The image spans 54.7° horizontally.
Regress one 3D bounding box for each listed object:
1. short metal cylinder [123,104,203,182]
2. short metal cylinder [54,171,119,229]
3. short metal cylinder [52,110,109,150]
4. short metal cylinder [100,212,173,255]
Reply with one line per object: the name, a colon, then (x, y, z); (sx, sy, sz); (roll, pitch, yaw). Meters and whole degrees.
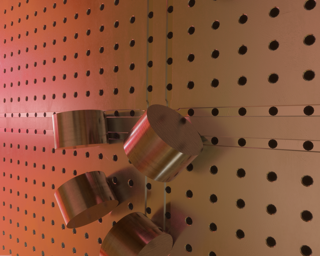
short metal cylinder: (0.004, 0.017, 0.370); (0.050, 0.081, 0.080); (-50, 61, 28)
short metal cylinder: (-0.110, 0.107, 0.464); (0.080, 0.081, 0.050); (-46, 63, 30)
short metal cylinder: (-0.120, 0.004, 0.473); (0.080, 0.081, 0.050); (-11, 83, 39)
short metal cylinder: (-0.029, 0.156, 0.398); (0.050, 0.081, 0.079); (28, 108, 36)
